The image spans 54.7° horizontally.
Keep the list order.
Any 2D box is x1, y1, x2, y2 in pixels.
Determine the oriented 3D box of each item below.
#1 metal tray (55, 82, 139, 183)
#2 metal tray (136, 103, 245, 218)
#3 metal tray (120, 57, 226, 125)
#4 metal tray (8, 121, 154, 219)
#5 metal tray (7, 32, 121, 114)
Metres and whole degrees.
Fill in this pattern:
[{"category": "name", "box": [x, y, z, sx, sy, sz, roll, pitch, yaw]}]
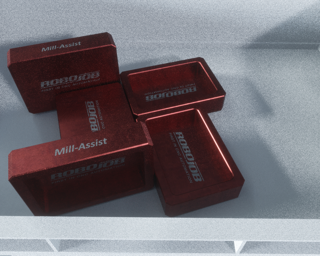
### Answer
[{"category": "metal tray", "box": [-0.079, 0.002, 0.396, 0.091, 0.030, 0.130, -13, 51, -12]}, {"category": "metal tray", "box": [0.031, 0.032, 0.373, 0.091, 0.030, 0.130, -13, 51, -12]}, {"category": "metal tray", "box": [0.016, -0.053, 0.445, 0.131, 0.030, 0.090, -13, 51, -12]}, {"category": "metal tray", "box": [-0.073, 0.046, 0.320, 0.131, 0.089, 0.030, -13, 52, -12]}, {"category": "metal tray", "box": [-0.122, -0.073, 0.418, 0.131, 0.089, 0.030, -14, 52, -12]}]
